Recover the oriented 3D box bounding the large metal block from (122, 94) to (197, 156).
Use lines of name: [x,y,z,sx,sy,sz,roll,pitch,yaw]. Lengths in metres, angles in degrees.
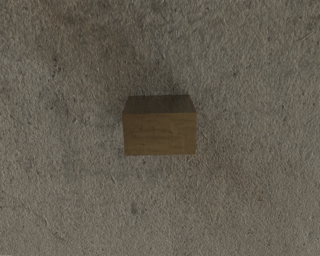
large metal block: [0.000,-0.006,0.380,0.081,0.080,0.050,-1,110,0]
